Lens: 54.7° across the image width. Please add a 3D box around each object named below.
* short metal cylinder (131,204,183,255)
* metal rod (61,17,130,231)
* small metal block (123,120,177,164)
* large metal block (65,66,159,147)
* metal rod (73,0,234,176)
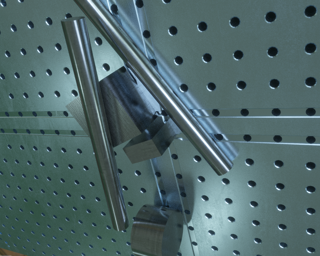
[{"bbox_3d":[-0.003,0.161,0.475,0.050,0.080,0.079,4,120,26],"label":"short metal cylinder"},{"bbox_3d":[-0.074,0.016,0.393,0.025,0.025,0.298,7,122,24],"label":"metal rod"},{"bbox_3d":[-0.013,0.019,0.412,0.050,0.050,0.025,-19,108,35],"label":"small metal block"},{"bbox_3d":[-0.063,-0.023,0.413,0.080,0.050,0.080,-26,104,37],"label":"large metal block"},{"bbox_3d":[-0.011,-0.061,0.377,0.025,0.025,0.300,-34,100,38],"label":"metal rod"}]
